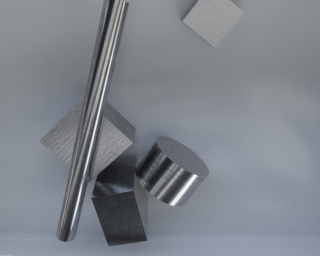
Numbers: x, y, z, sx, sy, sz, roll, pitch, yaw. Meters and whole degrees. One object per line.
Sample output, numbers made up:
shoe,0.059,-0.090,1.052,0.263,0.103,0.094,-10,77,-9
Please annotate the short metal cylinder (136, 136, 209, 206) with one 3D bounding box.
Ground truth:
short metal cylinder,0.016,0.055,0.402,0.080,0.080,0.050,30,107,-11

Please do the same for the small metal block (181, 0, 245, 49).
small metal block,0.061,-0.130,0.364,0.050,0.025,0.050,36,106,-13

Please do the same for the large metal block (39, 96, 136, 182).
large metal block,-0.090,0.009,0.400,0.080,0.050,0.080,-42,105,13

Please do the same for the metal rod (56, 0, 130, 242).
metal rod,-0.083,0.006,0.359,0.025,0.025,0.298,15,109,-6

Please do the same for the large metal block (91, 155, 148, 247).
large metal block,-0.049,0.095,0.413,0.050,0.080,0.079,-10,115,3
